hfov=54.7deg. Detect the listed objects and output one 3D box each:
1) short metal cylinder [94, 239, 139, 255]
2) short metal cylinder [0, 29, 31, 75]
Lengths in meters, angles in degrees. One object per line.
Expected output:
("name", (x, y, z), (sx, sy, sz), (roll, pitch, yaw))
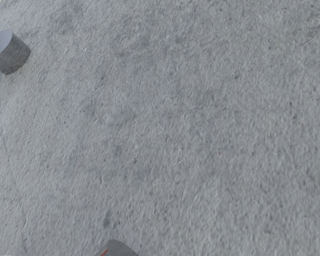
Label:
("short metal cylinder", (-0.039, 0.154, 0.293), (0.050, 0.080, 0.080), (-45, 51, -3))
("short metal cylinder", (-0.323, -0.160, 0.652), (0.080, 0.050, 0.080), (-13, 56, 20))
